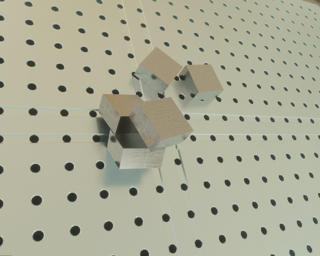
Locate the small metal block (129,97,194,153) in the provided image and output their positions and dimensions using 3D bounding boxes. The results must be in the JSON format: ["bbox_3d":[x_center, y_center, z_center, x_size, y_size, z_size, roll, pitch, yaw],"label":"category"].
[{"bbox_3d":[0.002,-0.005,0.351,0.050,0.025,0.050,-14,64,-42],"label":"small metal block"}]

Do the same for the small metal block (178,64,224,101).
[{"bbox_3d":[0.064,-0.071,0.486,0.050,0.025,0.050,-8,66,-32],"label":"small metal block"}]

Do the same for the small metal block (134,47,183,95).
[{"bbox_3d":[-0.002,-0.085,0.458,0.050,0.025,0.050,37,51,-3],"label":"small metal block"}]

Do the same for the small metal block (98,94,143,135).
[{"bbox_3d":[-0.040,-0.018,0.381,0.050,0.025,0.050,-3,36,-37],"label":"small metal block"}]

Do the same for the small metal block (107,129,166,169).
[{"bbox_3d":[-0.029,0.024,0.361,0.050,0.025,0.050,2,22,-27],"label":"small metal block"}]
